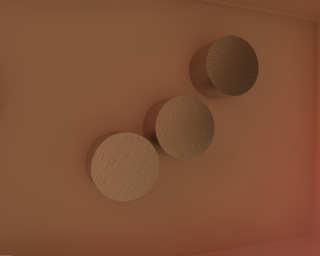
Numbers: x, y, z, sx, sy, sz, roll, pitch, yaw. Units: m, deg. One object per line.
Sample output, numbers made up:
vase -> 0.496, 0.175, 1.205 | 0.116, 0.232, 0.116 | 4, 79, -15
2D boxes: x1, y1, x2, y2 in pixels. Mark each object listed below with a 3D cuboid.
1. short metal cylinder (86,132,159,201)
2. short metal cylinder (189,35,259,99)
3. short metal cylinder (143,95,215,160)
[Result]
short metal cylinder -> -0.047, 0.045, 0.381 | 0.081, 0.050, 0.079 | 0, 90, -21
short metal cylinder -> 0.088, -0.082, 0.431 | 0.081, 0.050, 0.079 | 0, 90, -21
short metal cylinder -> 0.024, -0.001, 0.407 | 0.081, 0.050, 0.079 | 0, 90, -21
